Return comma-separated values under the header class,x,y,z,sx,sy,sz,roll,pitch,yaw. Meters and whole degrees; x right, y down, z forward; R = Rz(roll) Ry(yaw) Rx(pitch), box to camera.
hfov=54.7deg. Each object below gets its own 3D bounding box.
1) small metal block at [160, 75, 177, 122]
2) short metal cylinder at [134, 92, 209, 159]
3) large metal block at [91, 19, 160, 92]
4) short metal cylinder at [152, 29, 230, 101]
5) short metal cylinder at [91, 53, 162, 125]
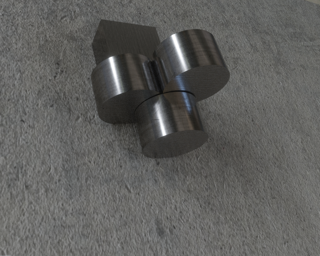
class,x,y,z,sx,sy,sz,roll,pitch,yaw
small metal block,0.011,-0.038,0.421,0.025,0.050,0.050,1,61,-28
short metal cylinder,0.013,-0.001,0.378,0.081,0.080,0.050,0,62,-29
large metal block,-0.042,-0.096,0.426,0.081,0.050,0.080,-2,63,-29
short metal cylinder,0.036,-0.070,0.368,0.081,0.080,0.050,-2,63,-29
short metal cylinder,-0.039,-0.045,0.377,0.081,0.080,0.050,-2,63,-29
